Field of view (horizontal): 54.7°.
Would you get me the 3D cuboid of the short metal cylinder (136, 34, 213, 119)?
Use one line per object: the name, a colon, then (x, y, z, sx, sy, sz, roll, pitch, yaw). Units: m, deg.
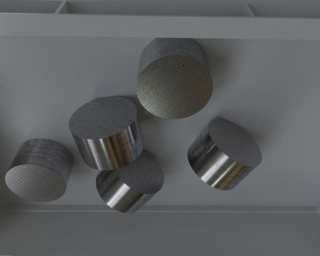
short metal cylinder: (0.015, -0.056, 0.345, 0.081, 0.050, 0.079, 0, 130, 0)

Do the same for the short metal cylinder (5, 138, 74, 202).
short metal cylinder: (-0.170, 0.061, 0.443, 0.081, 0.050, 0.079, 0, 130, 0)

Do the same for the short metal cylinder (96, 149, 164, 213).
short metal cylinder: (-0.041, 0.070, 0.432, 0.080, 0.080, 0.050, 26, 125, -21)

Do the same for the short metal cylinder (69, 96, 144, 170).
short metal cylinder: (-0.063, 0.005, 0.376, 0.080, 0.080, 0.050, -6, 130, 5)

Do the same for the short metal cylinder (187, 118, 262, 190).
short metal cylinder: (0.083, 0.033, 0.402, 0.080, 0.080, 0.050, 22, 127, -18)
